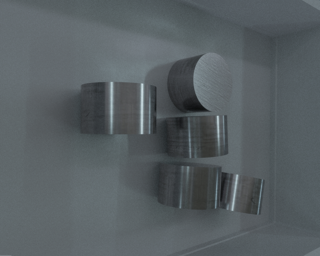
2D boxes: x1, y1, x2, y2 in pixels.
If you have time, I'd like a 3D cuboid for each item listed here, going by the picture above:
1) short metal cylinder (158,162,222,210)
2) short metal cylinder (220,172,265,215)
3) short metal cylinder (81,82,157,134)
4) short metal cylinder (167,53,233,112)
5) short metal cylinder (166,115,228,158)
[{"bbox_3d":[0.038,0.072,0.403,0.081,0.080,0.050,6,86,-40],"label":"short metal cylinder"},{"bbox_3d":[0.113,0.096,0.465,0.081,0.080,0.050,17,80,-39],"label":"short metal cylinder"},{"bbox_3d":[-0.044,-0.019,0.334,0.081,0.080,0.050,0,90,-40],"label":"short metal cylinder"},{"bbox_3d":[0.057,-0.062,0.438,0.081,0.050,0.080,0,90,-40],"label":"short metal cylinder"},{"bbox_3d":[0.049,0.009,0.412,0.081,0.080,0.050,-5,93,-40],"label":"short metal cylinder"}]
